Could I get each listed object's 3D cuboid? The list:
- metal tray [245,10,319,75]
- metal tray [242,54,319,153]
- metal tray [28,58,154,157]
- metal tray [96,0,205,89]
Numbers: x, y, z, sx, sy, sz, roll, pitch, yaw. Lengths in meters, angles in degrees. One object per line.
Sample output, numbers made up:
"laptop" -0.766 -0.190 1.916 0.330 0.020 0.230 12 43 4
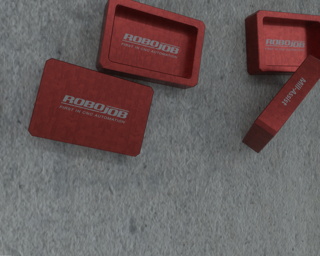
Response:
"metal tray" 0.197 -0.129 0.480 0.131 0.030 0.089 -3 91 -21
"metal tray" 0.174 -0.031 0.439 0.030 0.090 0.130 39 76 15
"metal tray" -0.081 -0.022 0.377 0.131 0.030 0.090 14 85 -20
"metal tray" -0.010 -0.107 0.403 0.131 0.030 0.089 9 87 -20
